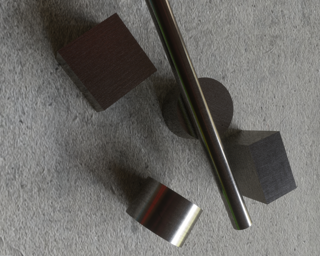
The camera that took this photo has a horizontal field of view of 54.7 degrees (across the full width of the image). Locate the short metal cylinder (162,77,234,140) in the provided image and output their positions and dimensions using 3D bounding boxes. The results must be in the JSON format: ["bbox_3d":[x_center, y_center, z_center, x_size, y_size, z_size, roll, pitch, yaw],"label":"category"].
[{"bbox_3d":[0.050,-0.024,0.414,0.081,0.050,0.080,0,90,-20],"label":"short metal cylinder"}]

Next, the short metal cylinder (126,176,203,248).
[{"bbox_3d":[0.005,0.102,0.382,0.080,0.080,0.050,36,79,-17],"label":"short metal cylinder"}]

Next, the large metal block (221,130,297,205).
[{"bbox_3d":[0.129,0.050,0.428,0.050,0.080,0.080,-22,98,-19],"label":"large metal block"}]

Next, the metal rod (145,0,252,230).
[{"bbox_3d":[0.050,-0.014,0.374,0.025,0.025,0.299,-25,98,-18],"label":"metal rod"}]

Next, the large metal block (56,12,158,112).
[{"bbox_3d":[-0.065,-0.075,0.372,0.080,0.050,0.080,-40,103,-16],"label":"large metal block"}]
